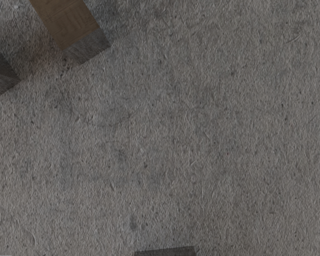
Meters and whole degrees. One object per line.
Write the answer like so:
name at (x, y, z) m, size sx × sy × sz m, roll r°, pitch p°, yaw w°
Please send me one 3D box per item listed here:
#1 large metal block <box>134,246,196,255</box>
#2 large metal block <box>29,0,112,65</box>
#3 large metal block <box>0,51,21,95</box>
large metal block at (0.010, 0.205, 0.398) m, size 0.080 × 0.050 × 0.080 m, roll -6°, pitch 90°, yaw 0°
large metal block at (-0.109, -0.132, 0.381) m, size 0.050 × 0.080 × 0.080 m, roll -33°, pitch 90°, yaw 0°
large metal block at (-0.232, -0.082, 0.380) m, size 0.050 × 0.080 × 0.080 m, roll -35°, pitch 90°, yaw 0°
